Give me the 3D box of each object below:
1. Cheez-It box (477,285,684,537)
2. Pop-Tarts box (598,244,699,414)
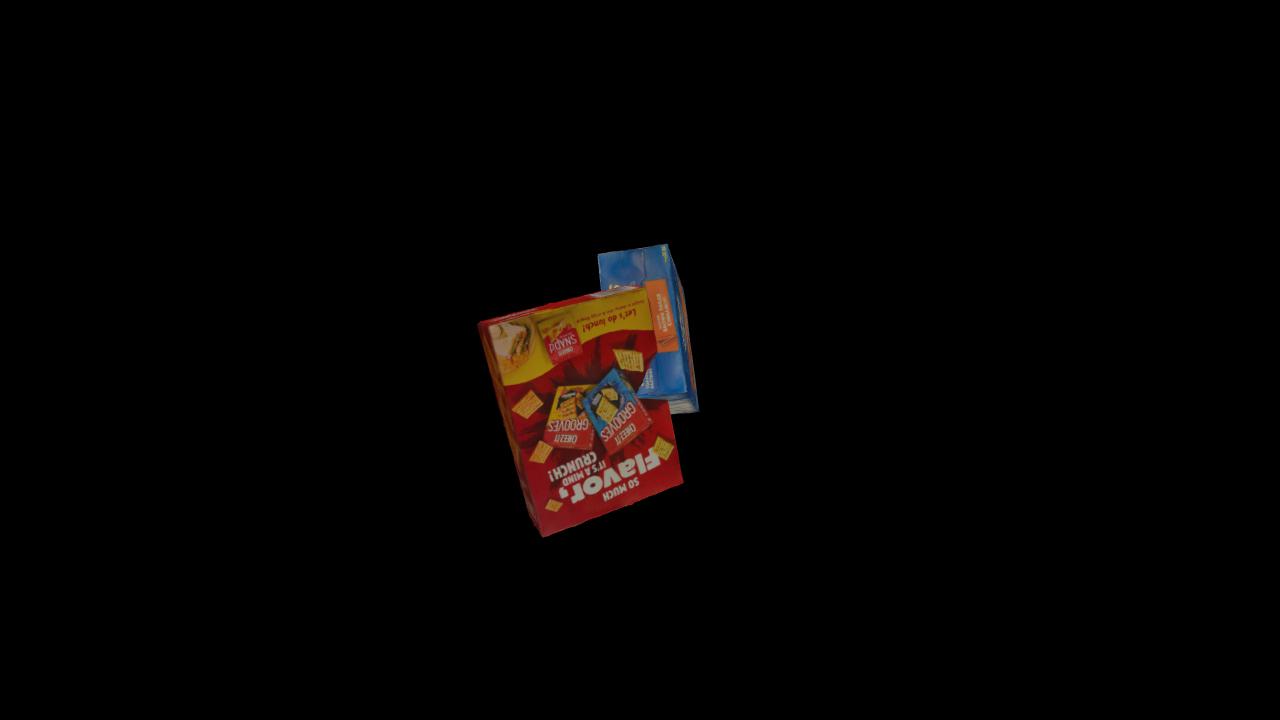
[{"bbox_3d":[-0.057,0.048,0.641,0.166,0.223,0.071,-17,13,-20],"label":"Cheez-It box"},{"bbox_3d":[0.013,-0.026,0.709,0.083,0.167,0.141,-9,-15,9],"label":"Pop-Tarts box"}]
